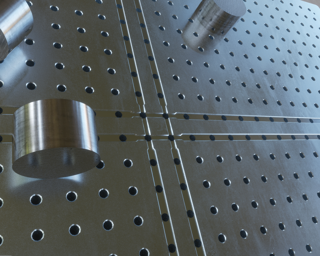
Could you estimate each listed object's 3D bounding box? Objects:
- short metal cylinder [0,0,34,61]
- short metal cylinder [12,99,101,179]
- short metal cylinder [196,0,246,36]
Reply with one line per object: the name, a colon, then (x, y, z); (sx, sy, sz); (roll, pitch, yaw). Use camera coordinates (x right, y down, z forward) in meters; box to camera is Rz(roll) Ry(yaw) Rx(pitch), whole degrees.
short metal cylinder: (-0.192, -0.121, 0.344); (0.080, 0.080, 0.050); (29, 52, -10)
short metal cylinder: (-0.103, 0.013, 0.309); (0.081, 0.080, 0.050); (1, 62, -28)
short metal cylinder: (0.116, -0.225, 0.591); (0.081, 0.050, 0.080); (14, 56, -21)
